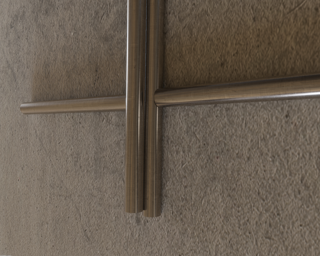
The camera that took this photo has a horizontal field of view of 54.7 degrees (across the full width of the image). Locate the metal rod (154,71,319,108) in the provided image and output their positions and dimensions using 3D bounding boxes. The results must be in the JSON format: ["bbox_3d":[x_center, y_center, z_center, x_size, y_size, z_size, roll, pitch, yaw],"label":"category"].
[{"bbox_3d":[0.117,-0.040,0.309,0.300,0.025,0.025,0,90,39],"label":"metal rod"}]

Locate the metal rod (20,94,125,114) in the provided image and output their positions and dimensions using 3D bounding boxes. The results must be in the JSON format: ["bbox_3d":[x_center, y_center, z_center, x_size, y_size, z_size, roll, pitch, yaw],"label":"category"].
[{"bbox_3d":[-0.154,-0.038,0.530,0.300,0.025,0.025,1,91,39],"label":"metal rod"}]

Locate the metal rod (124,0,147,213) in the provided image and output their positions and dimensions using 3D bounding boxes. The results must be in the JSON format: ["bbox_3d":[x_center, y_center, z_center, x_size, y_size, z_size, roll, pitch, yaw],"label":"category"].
[{"bbox_3d":[-0.032,-0.041,0.405,0.025,0.025,0.298,2,91,39],"label":"metal rod"}]

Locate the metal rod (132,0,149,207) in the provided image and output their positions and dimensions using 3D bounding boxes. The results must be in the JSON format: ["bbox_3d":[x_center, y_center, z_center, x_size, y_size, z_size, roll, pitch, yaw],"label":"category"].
[{"bbox_3d":[-0.028,-0.039,0.428,0.025,0.025,0.298,2,91,39],"label":"metal rod"}]

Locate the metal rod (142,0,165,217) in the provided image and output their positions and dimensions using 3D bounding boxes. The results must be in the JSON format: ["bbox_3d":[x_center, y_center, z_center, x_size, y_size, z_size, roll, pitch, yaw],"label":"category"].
[{"bbox_3d":[-0.009,-0.033,0.413,0.025,0.025,0.298,2,91,39],"label":"metal rod"}]
